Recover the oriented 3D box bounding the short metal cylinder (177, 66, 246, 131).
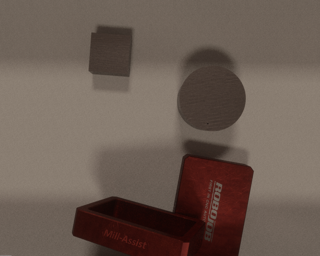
[{"bbox_3d":[0.064,-0.036,0.400,0.081,0.050,0.079,0,90,-1],"label":"short metal cylinder"}]

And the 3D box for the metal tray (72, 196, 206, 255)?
[{"bbox_3d":[-0.021,0.116,0.359,0.130,0.090,0.030,10,90,20],"label":"metal tray"}]

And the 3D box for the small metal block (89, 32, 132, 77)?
[{"bbox_3d":[-0.065,-0.096,0.411,0.050,0.025,0.050,4,90,-1],"label":"small metal block"}]

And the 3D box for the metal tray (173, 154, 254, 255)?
[{"bbox_3d":[0.065,0.106,0.410,0.091,0.030,0.129,10,90,-1],"label":"metal tray"}]
